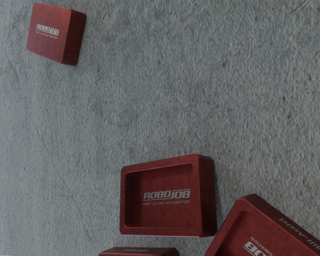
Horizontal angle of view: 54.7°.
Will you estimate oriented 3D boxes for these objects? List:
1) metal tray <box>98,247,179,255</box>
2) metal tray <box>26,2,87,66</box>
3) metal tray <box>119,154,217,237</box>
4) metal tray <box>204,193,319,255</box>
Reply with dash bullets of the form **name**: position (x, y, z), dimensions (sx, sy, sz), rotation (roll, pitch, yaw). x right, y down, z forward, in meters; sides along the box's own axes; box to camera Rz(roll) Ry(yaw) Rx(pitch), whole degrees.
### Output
- **metal tray**: position (-0.027, 0.214, 0.423), dimensions (0.130, 0.030, 0.090), rotation (-17, 79, 38)
- **metal tray**: position (-0.191, -0.171, 0.559), dimensions (0.130, 0.030, 0.089), rotation (25, 106, 37)
- **metal tray**: position (0.005, 0.087, 0.385), dimensions (0.130, 0.030, 0.090), rotation (-15, 68, 39)
- **metal tray**: position (0.116, 0.139, 0.305), dimensions (0.130, 0.030, 0.089), rotation (37, 113, 33)
